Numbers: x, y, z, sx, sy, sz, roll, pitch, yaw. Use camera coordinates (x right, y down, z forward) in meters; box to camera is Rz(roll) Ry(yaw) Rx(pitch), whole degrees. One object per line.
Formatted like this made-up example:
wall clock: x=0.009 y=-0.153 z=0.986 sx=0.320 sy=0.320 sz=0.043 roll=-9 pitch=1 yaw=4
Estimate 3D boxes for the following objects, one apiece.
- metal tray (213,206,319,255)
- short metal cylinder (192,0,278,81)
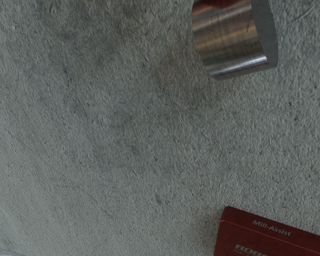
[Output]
metal tray: x=0.146 y=0.169 z=0.432 sx=0.130 sy=0.030 sz=0.089 roll=15 pitch=125 yaw=19
short metal cylinder: x=0.070 y=-0.087 z=0.280 sx=0.050 sy=0.080 sz=0.080 roll=-10 pitch=113 yaw=33
